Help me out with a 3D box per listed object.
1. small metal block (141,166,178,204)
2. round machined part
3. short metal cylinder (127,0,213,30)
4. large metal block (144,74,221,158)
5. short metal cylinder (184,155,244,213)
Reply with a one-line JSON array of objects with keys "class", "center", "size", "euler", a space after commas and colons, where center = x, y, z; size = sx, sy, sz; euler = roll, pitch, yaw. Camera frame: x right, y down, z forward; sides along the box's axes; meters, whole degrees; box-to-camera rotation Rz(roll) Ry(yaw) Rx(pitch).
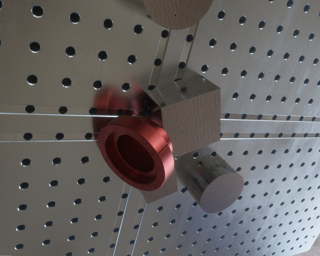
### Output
[{"class": "small metal block", "center": [-0.003, 0.078, 0.460], "size": [0.050, 0.025, 0.050], "euler": [-20, 126, -17]}, {"class": "round machined part", "center": [-0.024, 0.026, 0.378], "size": [0.042, 0.098, 0.097], "euler": [-44, 139, -41]}, {"class": "short metal cylinder", "center": [0.009, -0.145, 0.312], "size": [0.081, 0.050, 0.079], "euler": [-14, 125, -21]}, {"class": "large metal block", "center": [0.031, -0.015, 0.404], "size": [0.081, 0.050, 0.079], "euler": [-20, 126, -17]}, {"class": "short metal cylinder", "center": [0.087, 0.090, 0.500], "size": [0.081, 0.050, 0.079], "euler": [-14, 125, -21]}]
